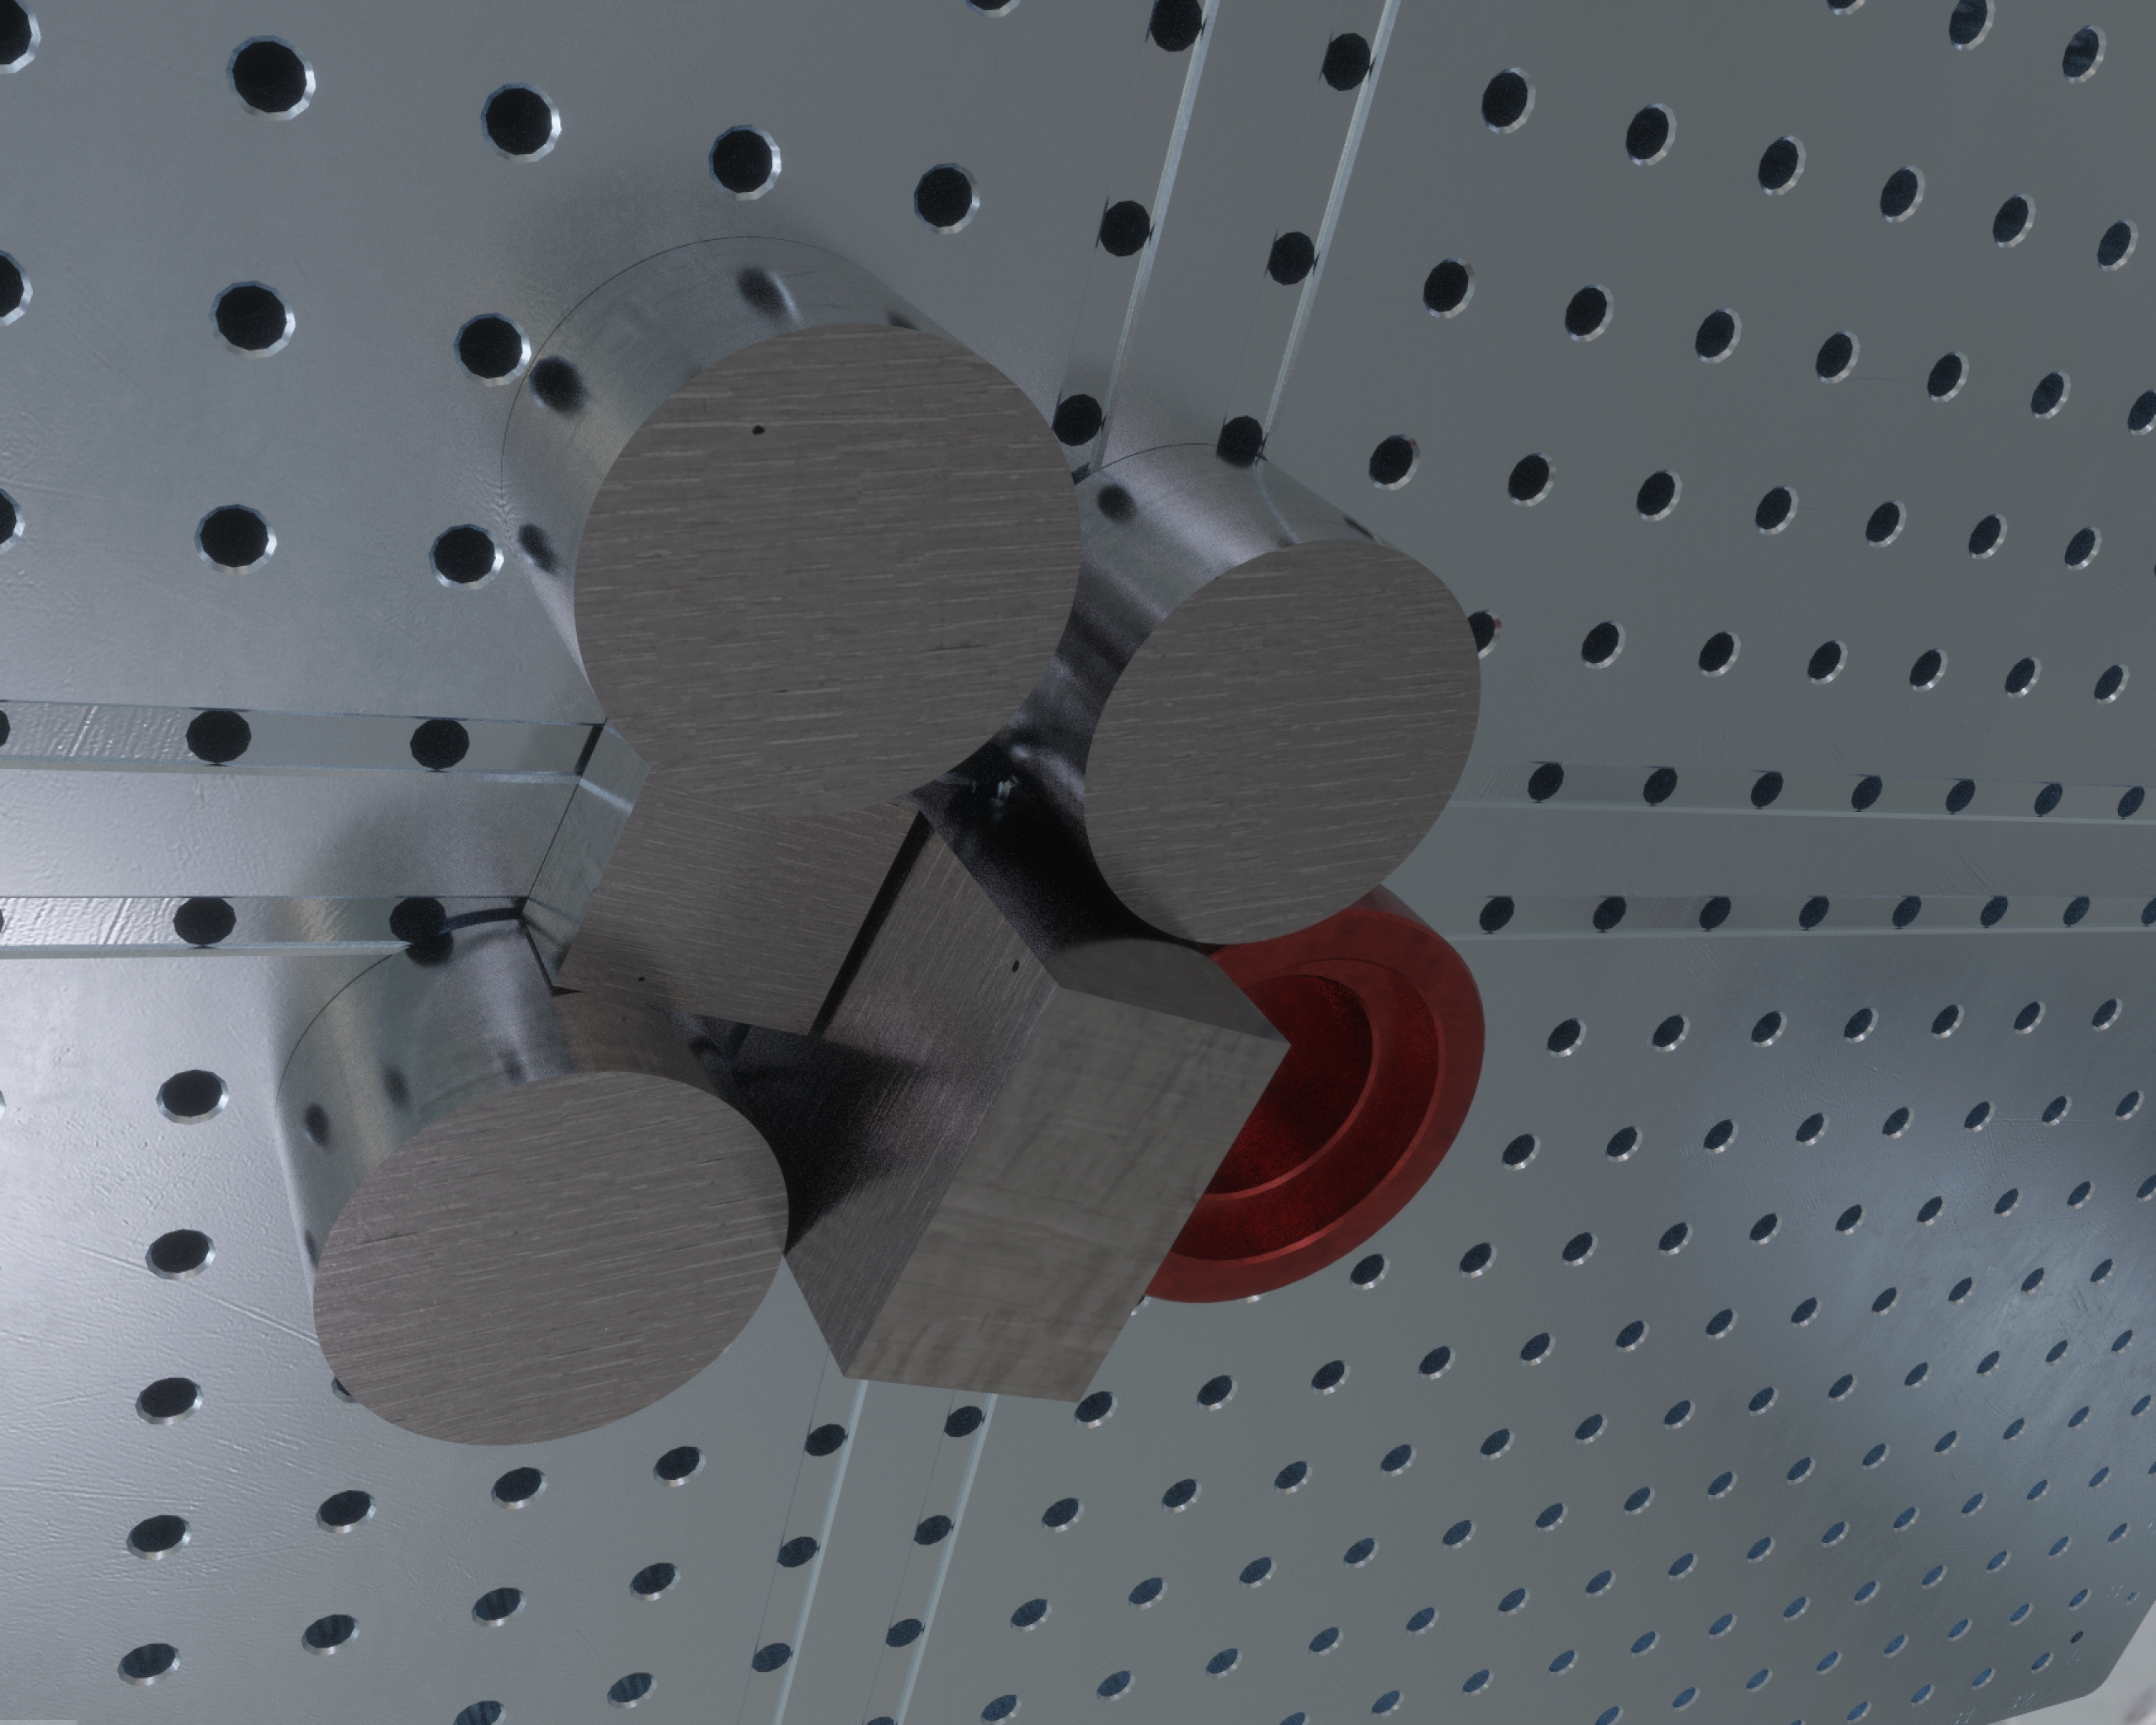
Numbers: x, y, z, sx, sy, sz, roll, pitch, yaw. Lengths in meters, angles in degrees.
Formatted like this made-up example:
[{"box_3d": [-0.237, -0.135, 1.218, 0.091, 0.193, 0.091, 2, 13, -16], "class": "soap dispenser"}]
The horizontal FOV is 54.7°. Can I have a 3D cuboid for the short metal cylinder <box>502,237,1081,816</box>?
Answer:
[{"box_3d": [-0.047, -0.054, 0.336, 0.081, 0.050, 0.079, -14, 124, -21], "class": "short metal cylinder"}]

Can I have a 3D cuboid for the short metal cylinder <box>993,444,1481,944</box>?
[{"box_3d": [0.027, -0.032, 0.390, 0.081, 0.050, 0.079, -14, 124, -21], "class": "short metal cylinder"}]

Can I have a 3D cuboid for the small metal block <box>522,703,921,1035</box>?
[{"box_3d": [-0.064, 0.000, 0.375, 0.050, 0.025, 0.050, 16, 110, -35], "class": "small metal block"}]

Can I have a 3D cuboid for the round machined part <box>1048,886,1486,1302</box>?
[{"box_3d": [0.034, 0.042, 0.444, 0.099, 0.042, 0.097, -14, 124, -21], "class": "round machined part"}]

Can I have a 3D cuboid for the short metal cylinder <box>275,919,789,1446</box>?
[{"box_3d": [-0.099, 0.057, 0.376, 0.081, 0.050, 0.079, -14, 124, -21], "class": "short metal cylinder"}]

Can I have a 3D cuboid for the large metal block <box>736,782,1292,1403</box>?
[{"box_3d": [-0.018, 0.040, 0.386, 0.050, 0.080, 0.080, 17, 110, -35], "class": "large metal block"}]
